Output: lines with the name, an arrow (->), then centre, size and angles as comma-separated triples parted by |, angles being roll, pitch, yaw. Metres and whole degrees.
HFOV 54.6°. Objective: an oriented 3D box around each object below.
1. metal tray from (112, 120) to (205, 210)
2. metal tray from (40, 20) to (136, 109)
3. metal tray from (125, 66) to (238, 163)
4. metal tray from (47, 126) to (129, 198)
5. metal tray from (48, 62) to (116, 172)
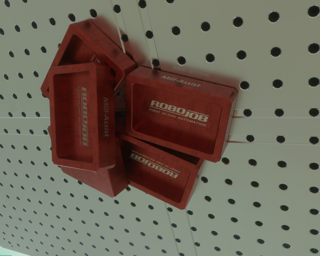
metal tray -> -0.009, 0.053, 0.445 | 0.130, 0.030, 0.089 | 23, 128, 14
metal tray -> -0.101, -0.066, 0.420 | 0.090, 0.030, 0.129 | 43, 129, -1
metal tray -> 0.021, -0.017, 0.385 | 0.130, 0.030, 0.089 | 17, 126, 18
metal tray -> -0.111, 0.044, 0.472 | 0.130, 0.030, 0.089 | 16, 127, 36
metal tray -> -0.101, -0.015, 0.397 | 0.090, 0.030, 0.129 | 2, 96, 35
